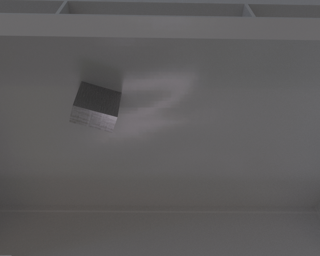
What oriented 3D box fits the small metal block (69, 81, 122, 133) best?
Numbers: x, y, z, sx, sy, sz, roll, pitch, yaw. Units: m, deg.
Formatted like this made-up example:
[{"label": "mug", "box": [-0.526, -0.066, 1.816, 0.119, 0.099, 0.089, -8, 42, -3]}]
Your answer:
[{"label": "small metal block", "box": [-0.076, -0.026, 0.370, 0.050, 0.050, 0.025, 15, 129, -13]}]
